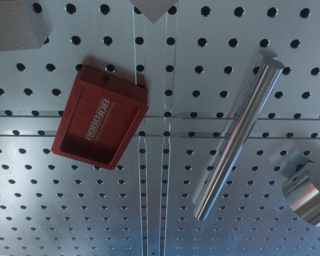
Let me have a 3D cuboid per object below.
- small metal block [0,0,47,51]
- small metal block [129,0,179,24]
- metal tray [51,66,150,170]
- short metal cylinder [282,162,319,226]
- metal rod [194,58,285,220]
[{"bbox_3d":[-0.152,-0.108,0.317,0.050,0.025,0.050,-4,130,2],"label":"small metal block"},{"bbox_3d":[-0.006,-0.138,0.294,0.050,0.025,0.050,-37,122,26],"label":"small metal block"},{"bbox_3d":[-0.079,-0.006,0.401,0.091,0.030,0.129,19,127,-17],"label":"metal tray"},{"bbox_3d":[0.233,0.098,0.463,0.080,0.080,0.050,21,127,-17],"label":"short metal cylinder"},{"bbox_3d":[0.100,0.038,0.445,0.025,0.025,0.298,8,130,-8],"label":"metal rod"}]
